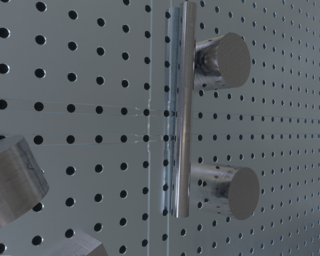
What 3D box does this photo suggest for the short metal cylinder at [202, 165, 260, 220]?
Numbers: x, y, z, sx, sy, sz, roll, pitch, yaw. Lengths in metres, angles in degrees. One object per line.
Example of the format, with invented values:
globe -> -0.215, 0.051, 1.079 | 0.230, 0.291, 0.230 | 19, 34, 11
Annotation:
short metal cylinder -> 0.112, 0.099, 0.488 | 0.081, 0.050, 0.079 | 0, 90, -40

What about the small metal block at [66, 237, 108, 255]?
small metal block -> -0.081, 0.159, 0.342 | 0.050, 0.025, 0.050 | -31, 110, -36

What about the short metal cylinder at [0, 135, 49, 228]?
short metal cylinder -> -0.141, 0.045, 0.255 | 0.081, 0.080, 0.050 | -32, 110, -36

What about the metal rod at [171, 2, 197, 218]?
metal rod -> 0.034, -0.027, 0.438 | 0.025, 0.025, 0.298 | 4, 87, -40

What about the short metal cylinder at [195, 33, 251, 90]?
short metal cylinder -> 0.093, -0.099, 0.471 | 0.081, 0.050, 0.079 | 0, 90, -40
